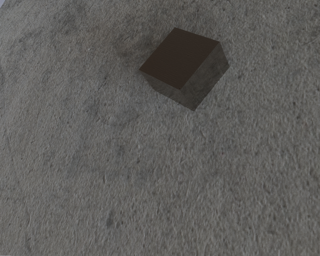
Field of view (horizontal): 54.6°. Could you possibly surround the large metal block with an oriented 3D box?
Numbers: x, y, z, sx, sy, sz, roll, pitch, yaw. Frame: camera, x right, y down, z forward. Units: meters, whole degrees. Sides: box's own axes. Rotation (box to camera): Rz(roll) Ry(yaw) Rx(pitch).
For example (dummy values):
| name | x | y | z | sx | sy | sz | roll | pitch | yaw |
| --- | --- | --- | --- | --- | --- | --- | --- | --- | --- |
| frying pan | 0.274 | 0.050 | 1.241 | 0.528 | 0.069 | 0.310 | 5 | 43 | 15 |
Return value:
| name | x | y | z | sx | sy | sz | roll | pitch | yaw |
| --- | --- | --- | --- | --- | --- | --- | --- | --- | --- |
| large metal block | 0.033 | -0.081 | 0.421 | 0.080 | 0.050 | 0.080 | 33 | 80 | 38 |
